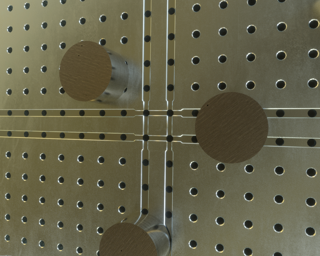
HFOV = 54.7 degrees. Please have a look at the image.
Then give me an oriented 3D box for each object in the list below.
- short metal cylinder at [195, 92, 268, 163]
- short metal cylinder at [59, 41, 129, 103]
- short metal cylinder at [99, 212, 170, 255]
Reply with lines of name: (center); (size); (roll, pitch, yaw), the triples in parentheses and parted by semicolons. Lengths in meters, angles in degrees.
short metal cylinder: (0.087, 0.000, 0.368); (0.080, 0.050, 0.079); (0, 90, 20)
short metal cylinder: (-0.091, -0.075, 0.431); (0.080, 0.050, 0.079); (0, 90, 20)
short metal cylinder: (-0.032, 0.158, 0.411); (0.080, 0.050, 0.079); (0, 90, 20)
